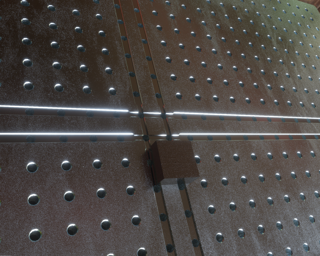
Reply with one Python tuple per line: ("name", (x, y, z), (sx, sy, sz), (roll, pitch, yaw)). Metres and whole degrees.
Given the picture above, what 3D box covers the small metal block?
("small metal block", (0.017, 0.044, 0.392), (0.050, 0.025, 0.050), (2, 61, -28))
